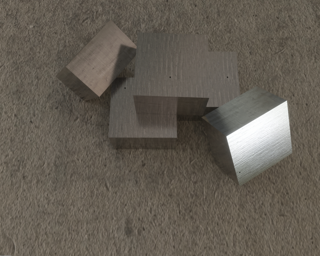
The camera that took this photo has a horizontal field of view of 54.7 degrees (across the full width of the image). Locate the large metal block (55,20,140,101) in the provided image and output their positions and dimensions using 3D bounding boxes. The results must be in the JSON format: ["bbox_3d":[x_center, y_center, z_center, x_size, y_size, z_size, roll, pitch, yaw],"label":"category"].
[{"bbox_3d":[-0.083,-0.084,0.402,0.050,0.080,0.080,44,73,-21],"label":"large metal block"}]

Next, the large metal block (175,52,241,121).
[{"bbox_3d":[0.060,-0.055,0.417,0.081,0.050,0.080,0,70,0],"label":"large metal block"}]

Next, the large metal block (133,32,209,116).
[{"bbox_3d":[0.013,-0.062,0.364,0.081,0.050,0.080,2,70,0],"label":"large metal block"}]

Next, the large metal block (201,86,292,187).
[{"bbox_3d":[0.106,0.009,0.371,0.080,0.080,0.050,-30,35,-11],"label":"large metal block"}]

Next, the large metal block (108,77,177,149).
[{"bbox_3d":[-0.020,-0.018,0.400,0.081,0.050,0.080,0,70,0],"label":"large metal block"}]
